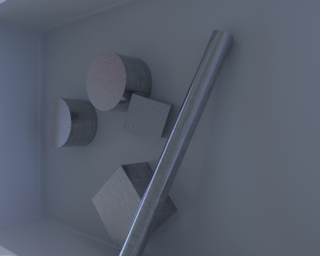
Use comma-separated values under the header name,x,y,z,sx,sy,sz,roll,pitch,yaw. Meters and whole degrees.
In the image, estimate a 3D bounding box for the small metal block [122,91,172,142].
name,x,y,z,sx,sy,sz,roll,pitch,yaw
small metal block,-0.016,-0.015,0.403,0.050,0.025,0.050,18,104,2

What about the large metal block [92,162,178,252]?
name,x,y,z,sx,sy,sz,roll,pitch,yaw
large metal block,-0.036,0.104,0.418,0.080,0.050,0.080,-49,61,28

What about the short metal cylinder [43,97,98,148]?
name,x,y,z,sx,sy,sz,roll,pitch,yaw
short metal cylinder,-0.149,-0.009,0.510,0.080,0.050,0.079,0,90,39

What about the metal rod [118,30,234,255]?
name,x,y,z,sx,sy,sz,roll,pitch,yaw
metal rod,0.013,0.033,0.351,0.025,0.025,0.299,24,92,37

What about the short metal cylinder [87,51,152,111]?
name,x,y,z,sx,sy,sz,roll,pitch,yaw
short metal cylinder,-0.058,-0.063,0.436,0.080,0.050,0.079,0,90,39
